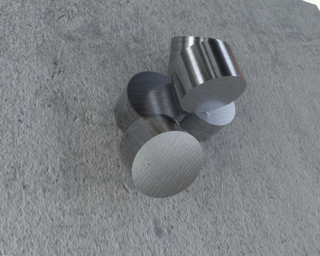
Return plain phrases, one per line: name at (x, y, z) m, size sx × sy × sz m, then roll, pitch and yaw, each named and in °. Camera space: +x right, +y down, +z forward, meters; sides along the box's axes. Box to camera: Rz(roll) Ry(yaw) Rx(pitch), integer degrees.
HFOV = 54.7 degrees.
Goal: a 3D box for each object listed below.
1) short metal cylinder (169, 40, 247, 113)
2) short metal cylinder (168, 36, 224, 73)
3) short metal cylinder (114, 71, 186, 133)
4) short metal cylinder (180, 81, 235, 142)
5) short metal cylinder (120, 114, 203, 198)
short metal cylinder at (0.057, -0.059, 0.374) m, size 0.081 × 0.080 × 0.050 m, roll -2°, pitch 63°, yaw -29°
short metal cylinder at (0.054, -0.102, 0.454) m, size 0.081 × 0.080 × 0.050 m, roll 1°, pitch 100°, yaw -28°
short metal cylinder at (-0.013, -0.026, 0.399) m, size 0.081 × 0.050 × 0.080 m, roll 14°, pitch 56°, yaw -21°
short metal cylinder at (0.058, -0.027, 0.438) m, size 0.081 × 0.050 × 0.080 m, roll 14°, pitch 56°, yaw -21°
short metal cylinder at (0.001, 0.030, 0.345) m, size 0.081 × 0.079 × 0.050 m, roll 7°, pitch 20°, yaw -25°
